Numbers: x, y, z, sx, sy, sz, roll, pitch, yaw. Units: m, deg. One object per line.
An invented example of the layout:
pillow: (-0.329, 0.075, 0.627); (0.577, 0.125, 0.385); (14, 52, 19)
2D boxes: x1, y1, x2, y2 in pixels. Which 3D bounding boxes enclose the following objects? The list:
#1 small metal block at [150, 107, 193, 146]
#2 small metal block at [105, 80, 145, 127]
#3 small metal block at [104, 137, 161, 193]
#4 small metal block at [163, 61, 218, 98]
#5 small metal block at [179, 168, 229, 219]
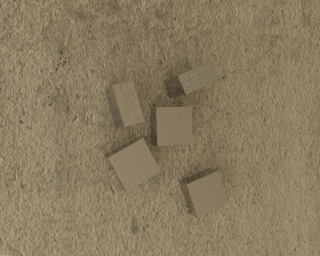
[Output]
small metal block: (0.015, -0.003, 0.414); (0.050, 0.025, 0.050); (-2, 91, -20)
small metal block: (-0.045, -0.028, 0.379); (0.025, 0.050, 0.050); (-18, 96, -19)
small metal block: (-0.035, 0.046, 0.396); (0.050, 0.025, 0.050); (-30, 100, -18)
small metal block: (0.039, -0.063, 0.410); (0.050, 0.050, 0.025); (-27, 99, -18)
small metal block: (0.061, 0.090, 0.432); (0.050, 0.025, 0.050); (-20, 97, -19)
